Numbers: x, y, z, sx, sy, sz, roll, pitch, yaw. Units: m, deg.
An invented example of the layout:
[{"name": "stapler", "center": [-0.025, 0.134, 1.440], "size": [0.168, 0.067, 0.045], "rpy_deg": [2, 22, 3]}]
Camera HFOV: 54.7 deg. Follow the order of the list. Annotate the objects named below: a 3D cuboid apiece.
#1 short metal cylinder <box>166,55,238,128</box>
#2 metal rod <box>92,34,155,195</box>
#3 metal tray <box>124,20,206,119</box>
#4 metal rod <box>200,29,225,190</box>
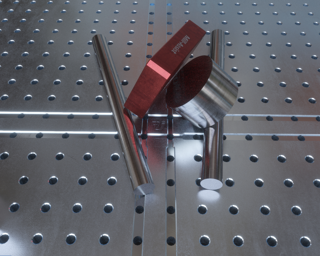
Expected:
[{"name": "short metal cylinder", "center": [0.053, -0.047, 0.403], "size": [0.050, 0.080, 0.080], "rpy_deg": [35, 43, -28]}, {"name": "metal rod", "center": [-0.061, -0.041, 0.441], "size": [0.025, 0.025, 0.300], "rpy_deg": [-13, 51, -11]}, {"name": "metal tray", "center": [0.008, -0.081, 0.420], "size": [0.030, 0.089, 0.130], "rpy_deg": [36, 48, -1]}, {"name": "metal rod", "center": [0.080, -0.049, 0.449], "size": [0.025, 0.025, 0.300], "rpy_deg": [6, 50, 5]}]
